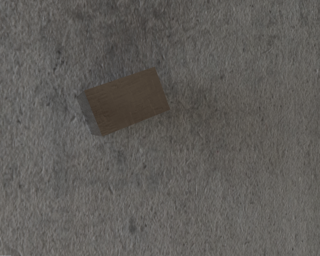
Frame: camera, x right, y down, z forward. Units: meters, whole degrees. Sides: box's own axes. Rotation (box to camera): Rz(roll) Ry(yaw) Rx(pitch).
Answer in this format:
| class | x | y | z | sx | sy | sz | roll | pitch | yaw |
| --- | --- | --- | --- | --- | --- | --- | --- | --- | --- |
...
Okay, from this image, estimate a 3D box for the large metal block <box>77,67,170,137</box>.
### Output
| class | x | y | z | sx | sy | sz | roll | pitch | yaw |
| --- | --- | --- | --- | --- | --- | --- | --- | --- | --- |
| large metal block | -0.046 | -0.029 | 0.363 | 0.081 | 0.080 | 0.050 | -23 | 98 | -19 |
